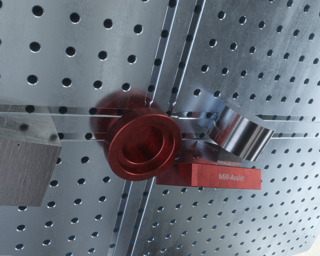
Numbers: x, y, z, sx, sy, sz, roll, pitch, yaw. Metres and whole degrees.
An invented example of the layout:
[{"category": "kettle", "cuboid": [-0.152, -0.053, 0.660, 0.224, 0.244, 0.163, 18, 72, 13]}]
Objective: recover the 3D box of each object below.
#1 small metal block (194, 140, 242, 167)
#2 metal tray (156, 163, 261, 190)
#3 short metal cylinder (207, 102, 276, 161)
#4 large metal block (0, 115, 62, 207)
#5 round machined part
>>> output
[{"category": "small metal block", "cuboid": [0.088, 0.039, 0.466, 0.050, 0.050, 0.025, 15, 89, -35]}, {"category": "metal tray", "cuboid": [0.072, 0.072, 0.454, 0.131, 0.090, 0.030, 9, 78, -33]}, {"category": "short metal cylinder", "cuboid": [0.116, 0.004, 0.444, 0.081, 0.080, 0.050, 15, 111, -35]}, {"category": "large metal block", "cuboid": [-0.161, 0.035, 0.329, 0.081, 0.050, 0.079, 12, 112, -34]}, {"category": "round machined part", "cuboid": [-0.025, 0.017, 0.398, 0.099, 0.042, 0.097, -14, 124, -21]}]
